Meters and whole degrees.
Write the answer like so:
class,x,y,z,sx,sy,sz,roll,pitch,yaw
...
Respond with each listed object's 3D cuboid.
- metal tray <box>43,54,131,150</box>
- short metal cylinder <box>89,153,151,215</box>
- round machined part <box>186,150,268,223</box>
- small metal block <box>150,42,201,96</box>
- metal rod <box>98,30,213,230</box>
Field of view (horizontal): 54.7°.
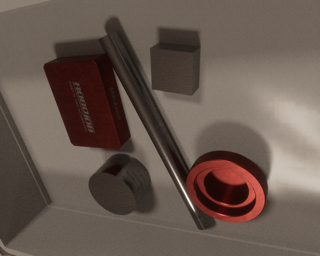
class,x,y,z,sx,sy,sz,roll,pitch,yaw
metal tray,-0.100,-0.034,0.435,0.090,0.030,0.129,2,120,26
short metal cylinder,-0.061,0.086,0.476,0.080,0.050,0.079,13,124,20
round machined part,0.087,0.069,0.394,0.098,0.042,0.097,13,124,20
small metal block,0.018,-0.068,0.356,0.050,0.025,0.050,12,124,21
metal rod,0.002,0.016,0.415,0.025,0.025,0.299,-15,111,34
